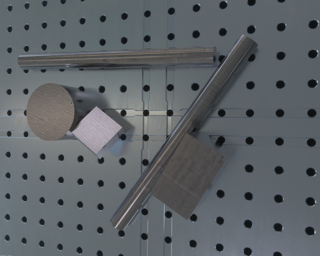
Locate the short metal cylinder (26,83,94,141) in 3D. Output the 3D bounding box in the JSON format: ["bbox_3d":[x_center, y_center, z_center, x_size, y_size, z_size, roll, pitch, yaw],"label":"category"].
[{"bbox_3d":[-0.143,-0.022,0.450,0.080,0.050,0.079,0,90,20],"label":"short metal cylinder"}]

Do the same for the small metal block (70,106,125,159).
[{"bbox_3d":[-0.086,0.006,0.432,0.050,0.025,0.050,38,73,15],"label":"small metal block"}]

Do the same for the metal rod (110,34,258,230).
[{"bbox_3d":[0.024,0.014,0.403,0.025,0.025,0.299,38,102,16],"label":"metal rod"}]

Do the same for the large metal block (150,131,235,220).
[{"bbox_3d":[0.042,0.052,0.368,0.050,0.080,0.080,33,101,17],"label":"large metal block"}]

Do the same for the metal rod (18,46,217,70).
[{"bbox_3d":[-0.073,-0.097,0.438,0.301,0.025,0.025,3,91,19],"label":"metal rod"}]
